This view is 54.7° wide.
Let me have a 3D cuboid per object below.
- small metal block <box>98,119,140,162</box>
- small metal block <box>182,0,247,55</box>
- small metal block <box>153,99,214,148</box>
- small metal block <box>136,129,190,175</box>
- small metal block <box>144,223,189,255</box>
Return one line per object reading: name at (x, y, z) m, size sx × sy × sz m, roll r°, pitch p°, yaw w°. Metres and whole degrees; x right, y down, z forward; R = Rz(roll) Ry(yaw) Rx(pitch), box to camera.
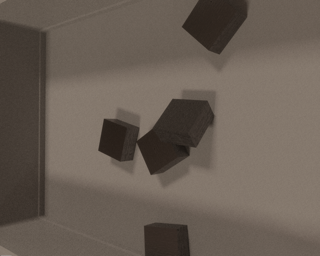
small metal block at (-0.061, 0.017, 0.455) m, size 0.050 × 0.025 × 0.050 m, roll 20°, pitch 102°, yaw 38°
small metal block at (0.061, -0.121, 0.355) m, size 0.050 × 0.025 × 0.050 m, roll 50°, pitch 119°, yaw 28°
small metal block at (0.028, -0.007, 0.364) m, size 0.050 × 0.025 × 0.050 m, roll 8°, pitch 52°, yaw 39°
small metal block at (0.003, 0.027, 0.403) m, size 0.050 × 0.025 × 0.050 m, roll -38°, pitch 67°, yaw 33°
small metal block at (0.008, 0.150, 0.394) m, size 0.050 × 0.025 × 0.050 m, roll -8°, pitch 81°, yaw 34°
